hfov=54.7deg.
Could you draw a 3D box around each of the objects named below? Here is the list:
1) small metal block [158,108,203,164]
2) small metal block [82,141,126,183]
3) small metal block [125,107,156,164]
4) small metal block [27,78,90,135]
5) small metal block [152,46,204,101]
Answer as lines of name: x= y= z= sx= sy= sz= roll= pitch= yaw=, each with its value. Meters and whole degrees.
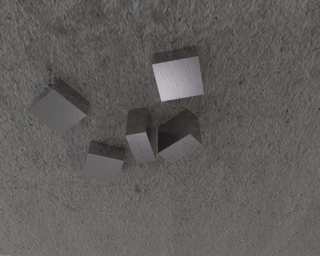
small metal block: x=0.025 y=0.010 z=0.400 sx=0.050 sy=0.050 sz=0.025 roll=-33 pitch=123 yaw=25
small metal block: x=-0.082 y=0.050 z=0.449 sx=0.050 sy=0.025 sz=0.050 roll=14 pitch=129 yaw=-12
small metal block: x=-0.023 y=0.009 z=0.398 sx=0.025 sy=0.050 sz=0.050 roll=-10 pitch=130 yaw=8
small metal block: x=-0.124 y=-0.026 z=0.384 sx=0.050 sy=0.025 sz=0.050 roll=-32 pitch=123 yaw=24
small metal block: x=0.021 y=-0.062 z=0.355 sx=0.050 sy=0.025 sz=0.050 roll=-9 pitch=130 yaw=7
